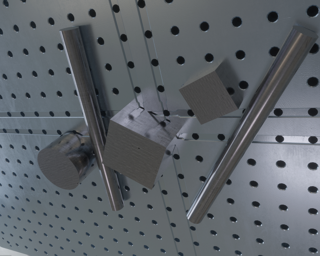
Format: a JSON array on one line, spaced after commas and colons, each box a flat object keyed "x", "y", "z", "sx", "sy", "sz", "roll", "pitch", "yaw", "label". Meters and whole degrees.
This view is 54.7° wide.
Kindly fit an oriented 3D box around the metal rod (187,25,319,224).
[{"x": 0.093, "y": 0.022, "z": 0.375, "sx": 0.025, "sy": 0.025, "sz": 0.298, "roll": 28, "pitch": 128, "yaw": 10, "label": "metal rod"}]

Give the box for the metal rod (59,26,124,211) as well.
[{"x": -0.095, "y": 0.004, "z": 0.463, "sx": 0.025, "sy": 0.025, "sz": 0.298, "roll": 5, "pitch": 121, "yaw": 25, "label": "metal rod"}]

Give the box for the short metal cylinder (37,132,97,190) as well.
[{"x": -0.150, "y": 0.054, "z": 0.507, "sx": 0.080, "sy": 0.050, "sz": 0.079, "roll": 13, "pitch": 124, "yaw": 20, "label": "short metal cylinder"}]

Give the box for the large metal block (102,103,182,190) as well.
[{"x": -0.027, "y": 0.025, "z": 0.424, "sx": 0.080, "sy": 0.050, "sz": 0.079, "roll": 26, "pitch": 128, "yaw": 11, "label": "large metal block"}]

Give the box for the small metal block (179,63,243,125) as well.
[{"x": 0.059, "y": -0.038, "z": 0.357, "sx": 0.050, "sy": 0.025, "sz": 0.050, "roll": -25, "pitch": 105, "yaw": 36, "label": "small metal block"}]
